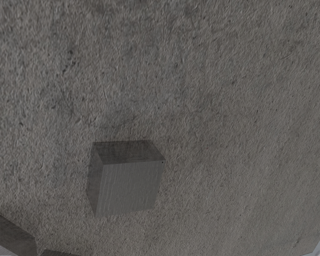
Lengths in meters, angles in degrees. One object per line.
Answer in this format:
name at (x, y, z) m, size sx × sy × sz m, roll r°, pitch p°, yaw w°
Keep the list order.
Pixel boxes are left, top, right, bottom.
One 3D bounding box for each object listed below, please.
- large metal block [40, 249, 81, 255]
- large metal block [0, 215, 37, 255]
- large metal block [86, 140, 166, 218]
large metal block at (-0.150, 0.232, 0.452) m, size 0.080 × 0.050 × 0.080 m, roll 32°, pitch 101°, yaw -38°
large metal block at (-0.209, 0.158, 0.374) m, size 0.080 × 0.050 × 0.080 m, roll -35°, pitch 129°, yaw -5°
large metal block at (-0.047, 0.064, 0.404) m, size 0.081 × 0.050 × 0.079 m, roll -1°, pitch 119°, yaw -28°
